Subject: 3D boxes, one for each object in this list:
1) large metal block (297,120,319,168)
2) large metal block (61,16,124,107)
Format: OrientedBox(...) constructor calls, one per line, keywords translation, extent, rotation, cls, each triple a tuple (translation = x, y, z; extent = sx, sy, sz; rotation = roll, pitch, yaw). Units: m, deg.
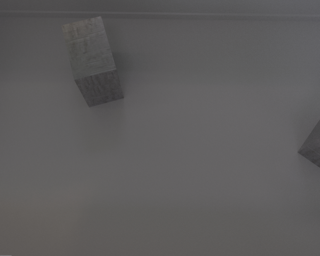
OrientedBox(translation=(0.228, 0.005, 0.380), extent=(0.050, 0.080, 0.080), rotation=(37, 74, 12), cls="large metal block")
OrientedBox(translation=(-0.087, -0.085, 0.411), extent=(0.050, 0.080, 0.080), rotation=(-16, 71, -6), cls="large metal block")
